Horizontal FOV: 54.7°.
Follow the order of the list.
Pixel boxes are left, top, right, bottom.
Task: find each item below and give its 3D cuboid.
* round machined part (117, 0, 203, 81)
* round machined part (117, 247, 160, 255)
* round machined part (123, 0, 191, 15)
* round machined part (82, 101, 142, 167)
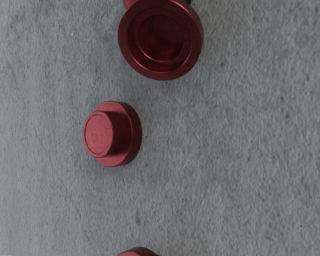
[{"bbox_3d":[0.003,-0.109,0.368,0.098,0.042,0.097,8,127,12],"label":"round machined part"},{"bbox_3d":[-0.018,0.206,0.407,0.098,0.042,0.097,0,90,39],"label":"round machined part"},{"bbox_3d":[-0.010,-0.174,0.400,0.098,0.042,0.097,0,90,39],"label":"round machined part"},{"bbox_3d":[-0.076,0.009,0.454,0.098,0.042,0.097,0,90,39],"label":"round machined part"}]
